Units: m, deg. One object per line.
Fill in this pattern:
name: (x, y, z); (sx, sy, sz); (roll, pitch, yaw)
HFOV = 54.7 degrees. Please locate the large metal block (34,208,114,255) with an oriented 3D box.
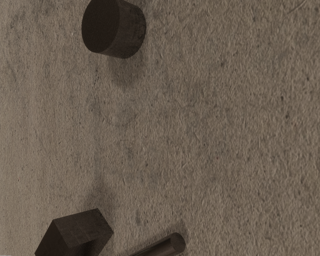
large metal block: (-0.131, 0.176, 0.475); (0.050, 0.081, 0.080); (47, 118, 29)

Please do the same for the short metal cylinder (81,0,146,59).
short metal cylinder: (-0.066, -0.143, 0.441); (0.080, 0.050, 0.079); (0, 90, 39)

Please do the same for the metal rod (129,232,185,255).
metal rod: (-0.076, 0.221, 0.464); (0.299, 0.025, 0.025); (-39, 67, 32)
